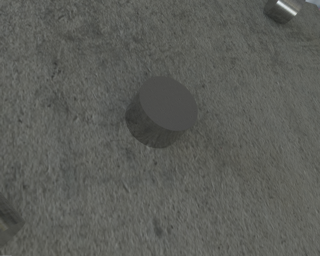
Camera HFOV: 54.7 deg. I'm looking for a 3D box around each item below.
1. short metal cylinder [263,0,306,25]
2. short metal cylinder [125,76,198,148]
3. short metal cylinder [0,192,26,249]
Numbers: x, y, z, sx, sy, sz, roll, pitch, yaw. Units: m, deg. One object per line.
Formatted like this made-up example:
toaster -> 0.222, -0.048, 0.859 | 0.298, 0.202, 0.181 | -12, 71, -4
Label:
short metal cylinder -> 0.279, -0.281, 0.694 | 0.050, 0.080, 0.080 | 30, 52, -10
short metal cylinder -> 0.002, -0.020, 0.402 | 0.081, 0.050, 0.080 | 14, 56, -21
short metal cylinder -> -0.154, 0.081, 0.236 | 0.050, 0.080, 0.080 | 48, 51, 5
